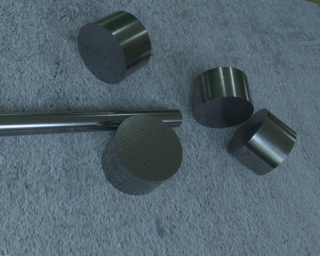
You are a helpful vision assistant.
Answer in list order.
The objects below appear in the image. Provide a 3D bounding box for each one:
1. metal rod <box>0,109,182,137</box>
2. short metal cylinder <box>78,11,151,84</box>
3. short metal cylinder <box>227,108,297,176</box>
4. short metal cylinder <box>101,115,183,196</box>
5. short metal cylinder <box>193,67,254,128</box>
[{"bbox_3d":[-0.108,-0.006,0.349,0.303,0.025,0.025,-3,63,-30],"label":"metal rod"},{"bbox_3d":[-0.059,-0.104,0.400,0.080,0.080,0.050,45,51,3],"label":"short metal cylinder"},{"bbox_3d":[0.141,0.019,0.432,0.050,0.080,0.080,38,51,-3],"label":"short metal cylinder"},{"bbox_3d":[-0.021,0.032,0.357,0.081,0.050,0.080,14,56,-21],"label":"short metal cylinder"},{"bbox_3d":[0.088,-0.041,0.441,0.081,0.080,0.050,12,57,-22],"label":"short metal cylinder"}]
